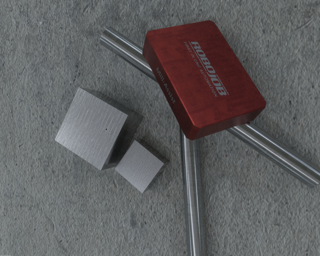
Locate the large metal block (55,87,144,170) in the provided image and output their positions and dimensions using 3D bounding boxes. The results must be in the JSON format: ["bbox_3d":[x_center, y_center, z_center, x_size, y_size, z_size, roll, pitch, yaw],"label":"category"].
[{"bbox_3d":[-0.082,0.000,0.424,0.080,0.050,0.080,30,100,17],"label":"large metal block"}]

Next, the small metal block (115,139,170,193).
[{"bbox_3d":[-0.024,0.050,0.416,0.050,0.025,0.050,38,102,15],"label":"small metal block"}]

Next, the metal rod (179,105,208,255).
[{"bbox_3d":[0.040,0.047,0.394,0.025,0.025,0.298,-4,89,19],"label":"metal rod"}]

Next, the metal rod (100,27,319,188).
[{"bbox_3d":[0.055,-0.029,0.366,0.300,0.025,0.025,35,101,7],"label":"metal rod"}]

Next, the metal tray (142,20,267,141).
[{"bbox_3d":[0.047,-0.059,0.348,0.091,0.030,0.130,-17,67,-21],"label":"metal tray"}]
